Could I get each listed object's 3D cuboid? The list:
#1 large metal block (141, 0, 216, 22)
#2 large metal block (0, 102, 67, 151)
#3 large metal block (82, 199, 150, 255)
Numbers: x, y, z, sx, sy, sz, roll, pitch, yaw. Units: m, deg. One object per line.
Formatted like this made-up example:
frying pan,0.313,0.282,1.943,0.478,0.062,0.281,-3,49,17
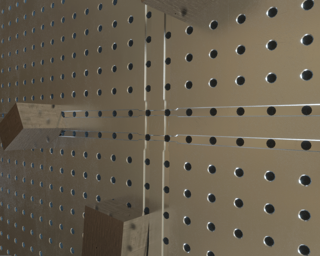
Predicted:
large metal block,0.029,-0.173,0.348,0.080,0.081,0.050,-24,75,37
large metal block,-0.231,-0.002,0.561,0.080,0.081,0.050,-37,68,34
large metal block,-0.065,0.155,0.444,0.080,0.050,0.079,8,95,39
